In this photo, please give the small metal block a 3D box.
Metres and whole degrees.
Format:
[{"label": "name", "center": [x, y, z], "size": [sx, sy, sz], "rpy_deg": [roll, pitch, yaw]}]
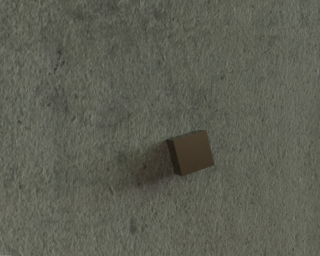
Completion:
[{"label": "small metal block", "center": [0.042, 0.033, 0.426], "size": [0.050, 0.025, 0.050], "rpy_deg": [-16, 96, -20]}]
